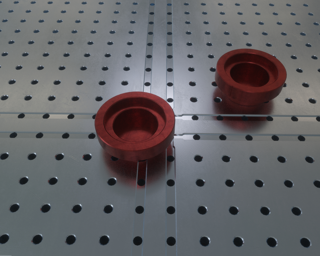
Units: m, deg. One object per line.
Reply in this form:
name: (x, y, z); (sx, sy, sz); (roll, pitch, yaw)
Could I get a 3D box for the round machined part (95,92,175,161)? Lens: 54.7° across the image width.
round machined part: (-0.030, 0.002, 0.395); (0.099, 0.042, 0.098); (0, 50, 0)

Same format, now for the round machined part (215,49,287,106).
round machined part: (0.130, -0.071, 0.457); (0.099, 0.042, 0.098); (0, 50, 0)
